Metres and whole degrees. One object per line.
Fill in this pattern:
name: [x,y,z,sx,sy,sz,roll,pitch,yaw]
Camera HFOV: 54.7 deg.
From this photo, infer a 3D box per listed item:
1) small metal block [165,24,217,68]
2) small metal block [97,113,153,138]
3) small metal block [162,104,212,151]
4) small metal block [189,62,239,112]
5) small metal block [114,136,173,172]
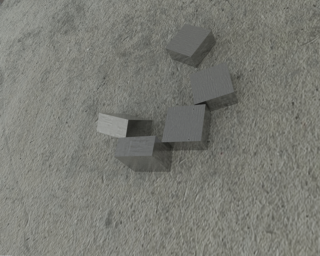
small metal block: [0.045,-0.121,0.455,0.050,0.025,0.050,30,78,37]
small metal block: [-0.046,-0.003,0.410,0.050,0.050,0.025,14,98,33]
small metal block: [0.034,0.000,0.386,0.050,0.025,0.050,-3,60,26]
small metal block: [0.069,-0.051,0.399,0.050,0.025,0.050,-17,55,18]
small metal block: [-0.019,0.033,0.378,0.050,0.050,0.025,-4,60,26]
